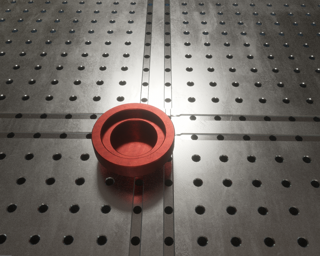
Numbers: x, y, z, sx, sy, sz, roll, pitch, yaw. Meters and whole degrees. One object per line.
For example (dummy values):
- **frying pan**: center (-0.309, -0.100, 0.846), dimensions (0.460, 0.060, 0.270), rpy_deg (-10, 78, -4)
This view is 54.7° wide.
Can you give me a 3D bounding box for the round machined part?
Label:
- **round machined part**: center (-0.032, 0.018, 0.381), dimensions (0.099, 0.042, 0.098), rpy_deg (0, 50, 0)
